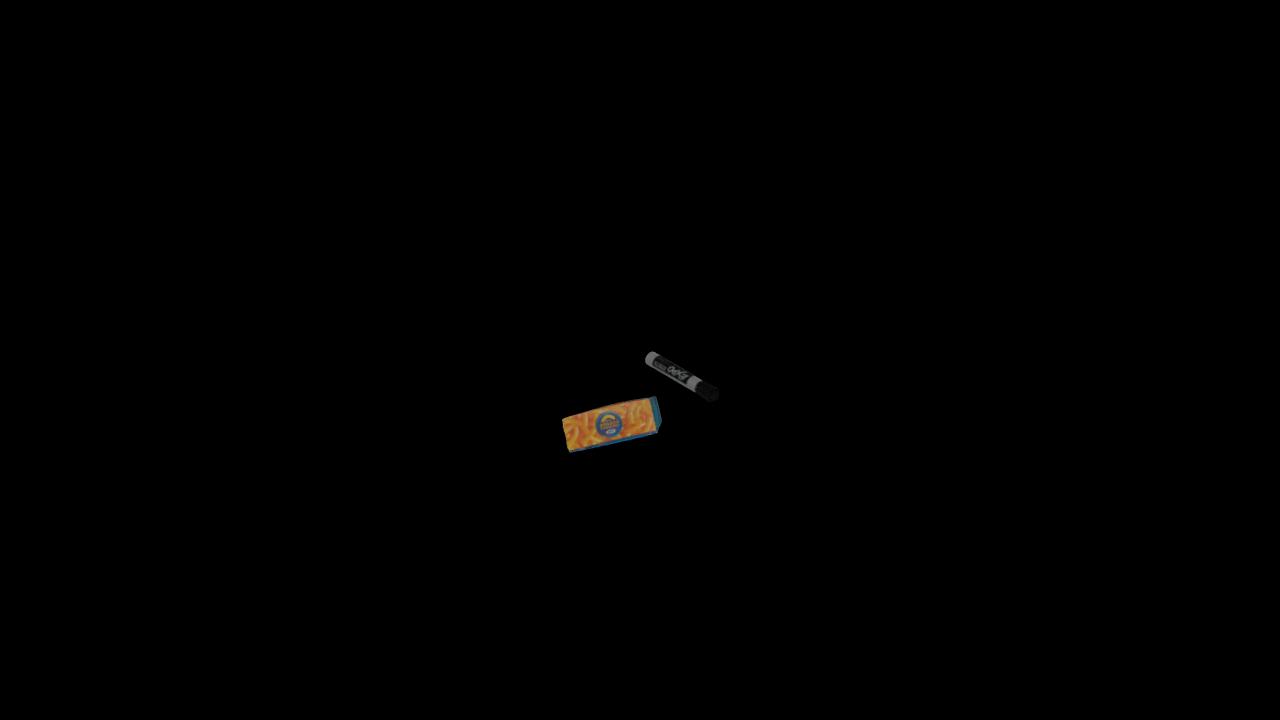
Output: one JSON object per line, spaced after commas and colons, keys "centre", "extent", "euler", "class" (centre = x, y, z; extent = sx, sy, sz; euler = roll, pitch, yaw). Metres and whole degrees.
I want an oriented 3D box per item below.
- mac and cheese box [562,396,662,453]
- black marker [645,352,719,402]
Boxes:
{"centre": [-0.025, 0.069, 0.693], "extent": [0.093, 0.041, 0.184], "euler": [-12, -4, 2], "class": "mac and cheese box"}
{"centre": [0.050, 0.020, 0.735], "extent": [0.020, 0.020, 0.121], "euler": [0, 21, -41], "class": "black marker"}
